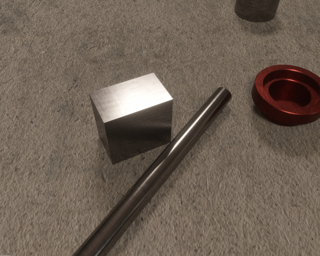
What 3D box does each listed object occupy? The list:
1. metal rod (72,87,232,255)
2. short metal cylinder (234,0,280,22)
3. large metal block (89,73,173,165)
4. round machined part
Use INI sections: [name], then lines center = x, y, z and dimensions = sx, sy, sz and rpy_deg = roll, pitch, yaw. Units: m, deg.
[metal rod]
center = 0.004, 0.045, 0.365
dimensions = 0.025, 0.025, 0.301
rpy_deg = 29, 55, 21
[short metal cylinder]
center = 0.189, -0.248, 0.598
dimensions = 0.081, 0.050, 0.080
rpy_deg = 0, 50, 0
[large metal block]
center = -0.033, -0.010, 0.376
dimensions = 0.081, 0.080, 0.050
rpy_deg = -21, 53, -17
[round machined part]
center = 0.177, -0.041, 0.429
dimensions = 0.099, 0.042, 0.098
rpy_deg = 0, 50, 0
